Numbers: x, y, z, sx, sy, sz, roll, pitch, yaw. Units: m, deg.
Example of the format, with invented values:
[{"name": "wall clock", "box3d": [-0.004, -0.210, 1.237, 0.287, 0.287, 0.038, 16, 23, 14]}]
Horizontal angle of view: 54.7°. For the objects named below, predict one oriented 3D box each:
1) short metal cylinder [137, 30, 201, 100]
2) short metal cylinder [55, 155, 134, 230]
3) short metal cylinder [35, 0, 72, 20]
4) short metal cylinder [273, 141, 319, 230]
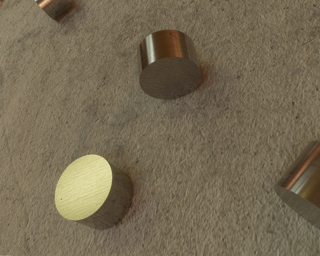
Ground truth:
[{"name": "short metal cylinder", "box3d": [0.011, -0.083, 0.414, 0.080, 0.080, 0.050, -19, 55, 17]}, {"name": "short metal cylinder", "box3d": [-0.080, 0.079, 0.381, 0.080, 0.050, 0.080, -13, 56, 21]}, {"name": "short metal cylinder", "box3d": [-0.236, -0.281, 0.665, 0.050, 0.080, 0.080, -37, 51, 4]}, {"name": "short metal cylinder", "box3d": [0.145, 0.055, 0.258, 0.050, 0.080, 0.080, -49, 51, -6]}]
